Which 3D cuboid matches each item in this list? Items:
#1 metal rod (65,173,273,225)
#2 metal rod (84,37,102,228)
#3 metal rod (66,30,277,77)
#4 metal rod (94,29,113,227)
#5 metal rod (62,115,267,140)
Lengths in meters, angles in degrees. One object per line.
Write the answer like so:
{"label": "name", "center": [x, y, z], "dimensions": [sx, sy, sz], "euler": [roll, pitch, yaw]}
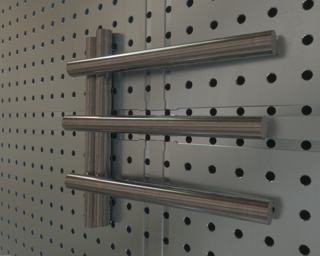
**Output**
{"label": "metal rod", "center": [-0.013, 0.084, 0.399], "dimensions": [0.300, 0.025, 0.025], "euler": [1, 91, 33]}
{"label": "metal rod", "center": [-0.107, 0.007, 0.494], "dimensions": [0.025, 0.025, 0.298], "euler": [1, 91, 39]}
{"label": "metal rod", "center": [-0.010, -0.089, 0.396], "dimensions": [0.300, 0.025, 0.025], "euler": [1, 91, 33]}
{"label": "metal rod", "center": [-0.088, 0.000, 0.478], "dimensions": [0.025, 0.025, 0.298], "euler": [1, 91, 39]}
{"label": "metal rod", "center": [-0.018, -0.004, 0.402], "dimensions": [0.300, 0.025, 0.025], "euler": [2, 91, 33]}
